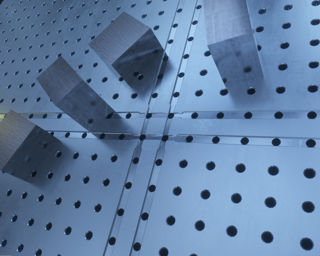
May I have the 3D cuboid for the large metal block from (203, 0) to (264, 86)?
[{"bbox_3d":[0.094,-0.114,0.393,0.050,0.080,0.080,-12,57,21],"label":"large metal block"}]

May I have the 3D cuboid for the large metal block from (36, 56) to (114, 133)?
[{"bbox_3d":[-0.127,-0.051,0.469,0.050,0.080,0.080,-44,51,-2],"label":"large metal block"}]

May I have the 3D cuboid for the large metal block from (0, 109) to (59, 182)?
[{"bbox_3d":[-0.224,0.026,0.491,0.080,0.050,0.080,23,74,36],"label":"large metal block"}]

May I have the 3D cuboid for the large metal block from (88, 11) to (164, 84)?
[{"bbox_3d":[-0.055,-0.130,0.499,0.080,0.050,0.080,-44,51,-3],"label":"large metal block"}]
